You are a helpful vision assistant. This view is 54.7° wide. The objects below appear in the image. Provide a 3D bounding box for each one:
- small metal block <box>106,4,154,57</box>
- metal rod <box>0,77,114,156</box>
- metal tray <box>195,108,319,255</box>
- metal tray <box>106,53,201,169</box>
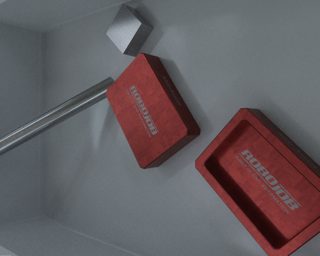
[{"bbox_3d":[-0.044,-0.138,0.441,0.050,0.025,0.050,52,120,27],"label":"small metal block"},{"bbox_3d":[-0.201,0.002,0.485,0.301,0.025,0.025,-27,71,8],"label":"metal rod"},{"bbox_3d":[0.107,0.053,0.314,0.130,0.030,0.090,51,119,27],"label":"metal tray"},{"bbox_3d":[-0.014,-0.023,0.413,0.090,0.030,0.130,-41,65,32],"label":"metal tray"}]
